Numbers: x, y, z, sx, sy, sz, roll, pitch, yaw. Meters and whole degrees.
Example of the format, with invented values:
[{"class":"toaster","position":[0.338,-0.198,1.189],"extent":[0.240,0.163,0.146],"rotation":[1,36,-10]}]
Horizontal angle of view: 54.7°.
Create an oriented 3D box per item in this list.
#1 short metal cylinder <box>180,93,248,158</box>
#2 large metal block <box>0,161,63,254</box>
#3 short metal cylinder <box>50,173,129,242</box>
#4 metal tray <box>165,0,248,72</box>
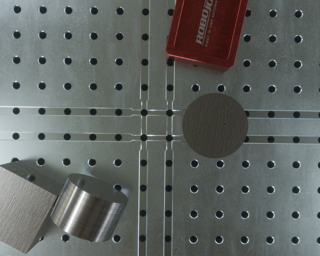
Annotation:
[{"class":"short metal cylinder","position":[0.067,-0.003,0.401],"extent":[0.081,0.050,0.079],"rotation":[0,90,0]},{"class":"large metal block","position":[-0.179,0.099,0.399],"extent":[0.080,0.050,0.080],"rotation":[28,90,0]},{"class":"short metal cylinder","position":[-0.086,0.097,0.385],"extent":[0.080,0.080,0.050],"rotation":[25,90,0]},{"class":"metal tray","position":[0.064,-0.148,0.411],"extent":[0.091,0.030,0.129],"rotation":[12,90,0]}]
